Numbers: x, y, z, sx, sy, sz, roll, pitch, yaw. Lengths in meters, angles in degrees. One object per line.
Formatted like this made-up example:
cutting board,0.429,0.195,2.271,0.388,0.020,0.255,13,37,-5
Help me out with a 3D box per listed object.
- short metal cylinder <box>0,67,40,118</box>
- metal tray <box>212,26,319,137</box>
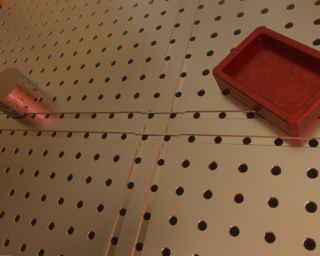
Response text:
short metal cylinder,-0.273,-0.065,0.576,0.080,0.050,0.080,-13,56,21
metal tray,0.139,-0.061,0.369,0.090,0.030,0.130,-44,51,-2
